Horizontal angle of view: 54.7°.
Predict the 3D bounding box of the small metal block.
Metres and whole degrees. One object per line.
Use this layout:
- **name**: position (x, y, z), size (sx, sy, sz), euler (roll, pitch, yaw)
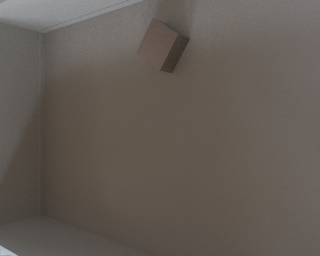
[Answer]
- **small metal block**: position (0.003, -0.107, 0.402), size (0.050, 0.025, 0.050), euler (43, 115, 31)
